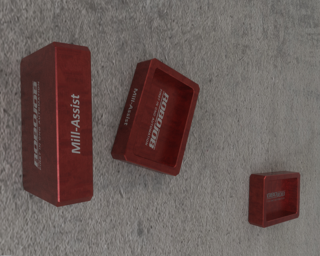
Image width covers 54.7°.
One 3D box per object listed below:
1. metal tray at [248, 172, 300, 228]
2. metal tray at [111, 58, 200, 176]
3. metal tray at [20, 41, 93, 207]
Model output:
[{"bbox_3d":[0.218,0.130,0.583,0.131,0.030,0.089,3,88,-40],"label":"metal tray"},{"bbox_3d":[-0.002,-0.012,0.399,0.090,0.030,0.130,24,75,-37],"label":"metal tray"},{"bbox_3d":[-0.096,-0.003,0.281,0.030,0.090,0.129,-2,91,-40],"label":"metal tray"}]
